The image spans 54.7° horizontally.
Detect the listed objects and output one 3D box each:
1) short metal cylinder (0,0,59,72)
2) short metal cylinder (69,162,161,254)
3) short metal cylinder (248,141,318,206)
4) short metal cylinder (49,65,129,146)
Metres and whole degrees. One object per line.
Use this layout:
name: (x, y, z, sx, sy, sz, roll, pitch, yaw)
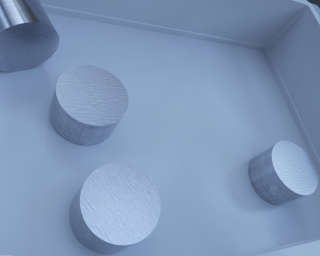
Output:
short metal cylinder: (-0.163, -0.108, 0.349, 0.081, 0.080, 0.050, -21, 73, -36)
short metal cylinder: (-0.046, 0.082, 0.315, 0.081, 0.050, 0.080, 14, 56, -21)
short metal cylinder: (0.175, 0.065, 0.444, 0.081, 0.050, 0.080, 14, 56, -21)
short metal cylinder: (-0.083, -0.026, 0.360, 0.081, 0.050, 0.080, 14, 56, -21)
